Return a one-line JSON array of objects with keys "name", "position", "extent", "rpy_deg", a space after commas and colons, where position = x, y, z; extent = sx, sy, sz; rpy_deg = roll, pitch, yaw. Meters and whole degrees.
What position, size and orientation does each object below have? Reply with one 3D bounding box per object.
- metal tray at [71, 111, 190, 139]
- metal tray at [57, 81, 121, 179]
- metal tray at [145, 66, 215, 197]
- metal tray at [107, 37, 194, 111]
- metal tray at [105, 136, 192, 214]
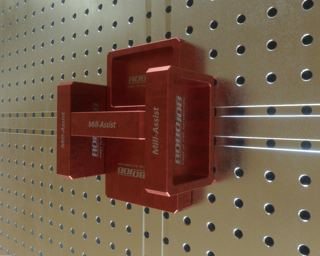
[{"name": "metal tray", "position": [-0.039, -0.004, 0.395], "extent": [0.130, 0.091, 0.030], "rpy_deg": [1, 91, 39]}, {"name": "metal tray", "position": [-0.100, 0.003, 0.446], "extent": [0.030, 0.091, 0.129], "rpy_deg": [1, 91, 40]}, {"name": "metal tray", "position": [0.025, 0.003, 0.344], "extent": [0.030, 0.091, 0.129], "rpy_deg": [1, 91, 40]}, {"name": "metal tray", "position": [-0.018, -0.064, 0.418], "extent": [0.130, 0.030, 0.089], "rpy_deg": [1, 91, 39]}, {"name": "metal tray", "position": [-0.020, 0.057, 0.418], "extent": [0.130, 0.030, 0.089], "rpy_deg": [1, 91, 39]}]
